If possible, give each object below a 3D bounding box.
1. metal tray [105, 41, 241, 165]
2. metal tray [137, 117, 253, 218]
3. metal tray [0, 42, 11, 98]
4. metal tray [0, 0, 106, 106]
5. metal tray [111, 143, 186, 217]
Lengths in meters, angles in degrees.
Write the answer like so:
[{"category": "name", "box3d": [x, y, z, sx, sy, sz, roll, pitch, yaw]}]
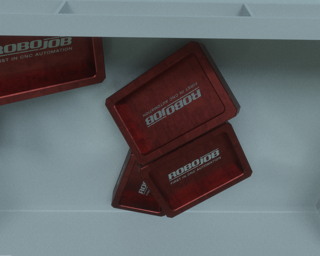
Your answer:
[{"category": "metal tray", "box3d": [0.012, -0.025, 0.353, 0.130, 0.030, 0.090, -30, 89, 23]}, {"category": "metal tray", "box3d": [0.047, 0.053, 0.414, 0.130, 0.030, 0.090, -28, 113, 1]}, {"category": "metal tray", "box3d": [-0.222, -0.040, 0.331, 0.091, 0.030, 0.129, 15, 101, -15]}, {"category": "metal tray", "box3d": [-0.124, -0.076, 0.302, 0.131, 0.030, 0.089, -17, 134, -21]}, {"category": "metal tray", "box3d": [-0.015, 0.081, 0.474, 0.091, 0.030, 0.129, 14, 129, -12]}]
